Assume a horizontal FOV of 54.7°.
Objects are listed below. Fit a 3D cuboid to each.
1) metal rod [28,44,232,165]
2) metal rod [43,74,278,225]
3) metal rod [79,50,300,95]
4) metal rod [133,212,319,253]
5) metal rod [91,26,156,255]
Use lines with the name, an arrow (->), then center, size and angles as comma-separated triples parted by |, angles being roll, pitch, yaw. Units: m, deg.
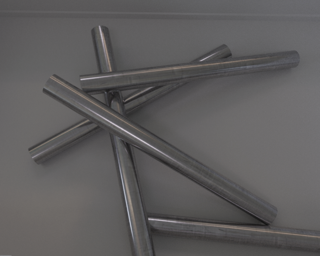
metal rod -> -0.032, -0.037, 0.422 | 0.301, 0.025, 0.025 | -30, 73, -11
metal rod -> 0.005, 0.028, 0.359 | 0.301, 0.025, 0.025 | 31, 73, -5
metal rod -> 0.050, -0.075, 0.406 | 0.302, 0.025, 0.025 | -10, 70, -16
metal rod -> 0.118, 0.126, 0.364 | 0.302, 0.025, 0.025 | 6, 70, 2
metal rod -> -0.050, 0.003, 0.380 | 0.025, 0.025, 0.299 | -12, 70, -4
